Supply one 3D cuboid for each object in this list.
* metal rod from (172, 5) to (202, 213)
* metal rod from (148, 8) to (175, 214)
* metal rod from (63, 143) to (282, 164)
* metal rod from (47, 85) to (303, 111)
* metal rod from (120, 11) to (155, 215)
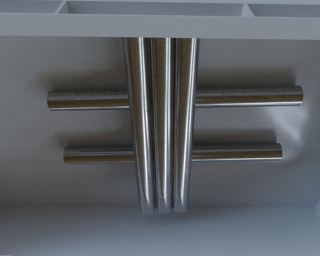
[{"bbox_3d":[0.029,0.006,0.378,0.025,0.025,0.298,-1,130,0],"label":"metal rod"},{"bbox_3d":[0.004,0.008,0.380,0.025,0.025,0.298,-1,130,0],"label":"metal rod"},{"bbox_3d":[0.018,0.036,0.439,0.302,0.025,0.025,-1,130,0],"label":"metal rod"},{"bbox_3d":[0.018,-0.036,0.377,0.302,0.025,0.025,-1,130,0],"label":"metal rod"},{"bbox_3d":[-0.022,0.010,0.381,0.025,0.025,0.298,-1,130,0],"label":"metal rod"}]
